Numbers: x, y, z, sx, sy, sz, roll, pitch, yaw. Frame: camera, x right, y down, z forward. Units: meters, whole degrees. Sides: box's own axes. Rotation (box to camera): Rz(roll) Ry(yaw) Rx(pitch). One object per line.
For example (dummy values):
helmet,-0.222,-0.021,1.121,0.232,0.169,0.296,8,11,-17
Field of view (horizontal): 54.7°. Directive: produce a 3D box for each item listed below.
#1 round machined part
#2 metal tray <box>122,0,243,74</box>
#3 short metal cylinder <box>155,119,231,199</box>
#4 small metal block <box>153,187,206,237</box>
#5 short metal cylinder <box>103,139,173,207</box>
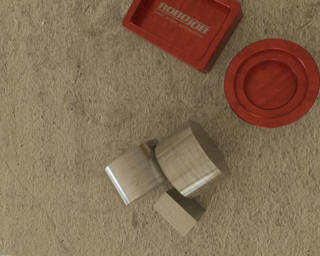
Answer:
round machined part,0.126,-0.049,0.355,0.098,0.042,0.097,0,90,20
metal tray,0.027,-0.139,0.396,0.130,0.030,0.090,34,101,16
short metal cylinder,0.039,0.036,0.366,0.050,0.080,0.080,-37,79,16
small metal block,0.026,0.101,0.387,0.050,0.050,0.025,41,103,15
short metal cylinder,-0.023,0.056,0.388,0.080,0.080,0.050,-36,79,16
